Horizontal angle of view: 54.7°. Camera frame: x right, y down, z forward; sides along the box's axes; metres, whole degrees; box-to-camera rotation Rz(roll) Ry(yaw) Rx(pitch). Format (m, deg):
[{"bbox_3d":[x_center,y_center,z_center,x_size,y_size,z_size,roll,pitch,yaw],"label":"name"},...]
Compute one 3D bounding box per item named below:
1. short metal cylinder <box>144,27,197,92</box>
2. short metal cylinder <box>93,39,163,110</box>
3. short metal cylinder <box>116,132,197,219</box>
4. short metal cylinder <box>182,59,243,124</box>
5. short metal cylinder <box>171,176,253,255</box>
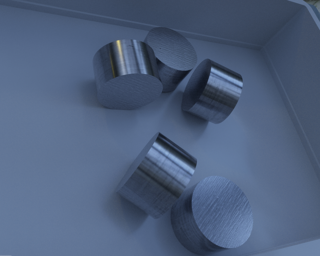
[{"bbox_3d":[0.007,-0.100,0.453,0.081,0.050,0.080,16,53,-22],"label":"short metal cylinder"},{"bbox_3d":[-0.041,-0.064,0.389,0.081,0.080,0.050,1,62,-28],"label":"short metal cylinder"},{"bbox_3d":[-0.004,0.051,0.338,0.050,0.080,0.080,36,51,-5],"label":"short metal cylinder"},{"bbox_3d":[0.073,-0.052,0.443,0.050,0.080,0.080,22,53,-15],"label":"short metal cylinder"},{"bbox_3d":[0.060,0.102,0.361,0.081,0.050,0.080,14,56,-21],"label":"short metal cylinder"}]
